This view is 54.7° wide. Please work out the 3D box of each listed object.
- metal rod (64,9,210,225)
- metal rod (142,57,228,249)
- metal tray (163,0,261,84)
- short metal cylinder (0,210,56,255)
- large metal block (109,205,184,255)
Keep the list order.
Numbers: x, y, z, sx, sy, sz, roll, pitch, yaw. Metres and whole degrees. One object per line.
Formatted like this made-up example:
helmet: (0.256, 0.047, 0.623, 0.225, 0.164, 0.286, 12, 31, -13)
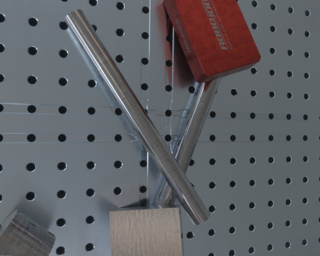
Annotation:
metal rod: (-0.026, -0.009, 0.386, 0.025, 0.025, 0.299, -33, 95, -17)
metal rod: (0.039, 0.018, 0.426, 0.025, 0.025, 0.299, 24, 82, -19)
metal tray: (0.070, -0.134, 0.421, 0.091, 0.030, 0.129, -19, 84, -19)
short metal cylinder: (-0.158, 0.134, 0.325, 0.050, 0.080, 0.080, 42, 77, -15)
large metal block: (-0.013, 0.136, 0.371, 0.080, 0.050, 0.080, -5, 80, 5)
